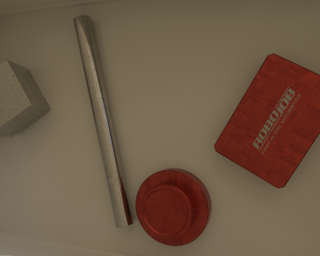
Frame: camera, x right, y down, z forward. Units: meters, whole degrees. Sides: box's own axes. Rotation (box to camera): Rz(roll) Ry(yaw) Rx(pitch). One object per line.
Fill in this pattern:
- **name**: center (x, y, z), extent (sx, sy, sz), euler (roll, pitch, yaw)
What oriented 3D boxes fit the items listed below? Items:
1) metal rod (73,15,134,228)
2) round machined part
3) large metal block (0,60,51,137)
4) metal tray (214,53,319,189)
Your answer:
- **metal rod**: center (-0.081, -0.012, 0.437), extent (0.025, 0.025, 0.298), euler (-14, 85, 19)
- **round machined part**: center (0.013, 0.103, 0.396), extent (0.098, 0.042, 0.097), euler (0, 90, 19)
- **large metal block**: center (-0.229, -0.042, 0.469), extent (0.080, 0.050, 0.080), euler (-34, 80, 7)
- **metal tray**: center (0.135, -0.008, 0.360), extent (0.090, 0.030, 0.129), euler (32, 100, 16)
